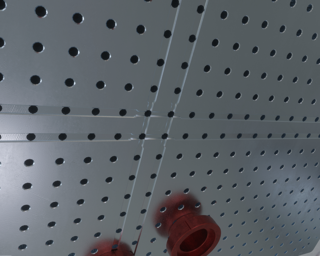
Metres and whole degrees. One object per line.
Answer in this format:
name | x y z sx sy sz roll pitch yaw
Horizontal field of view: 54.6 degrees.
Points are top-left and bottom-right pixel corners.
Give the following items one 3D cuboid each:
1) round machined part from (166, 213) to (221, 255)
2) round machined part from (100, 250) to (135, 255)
round machined part | 0.055 0.190 0.547 0.099 0.042 0.097 -14 124 -21
round machined part | -0.078 0.254 0.514 0.099 0.042 0.097 -14 124 -21
